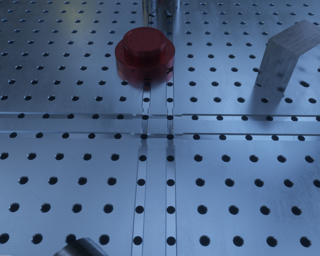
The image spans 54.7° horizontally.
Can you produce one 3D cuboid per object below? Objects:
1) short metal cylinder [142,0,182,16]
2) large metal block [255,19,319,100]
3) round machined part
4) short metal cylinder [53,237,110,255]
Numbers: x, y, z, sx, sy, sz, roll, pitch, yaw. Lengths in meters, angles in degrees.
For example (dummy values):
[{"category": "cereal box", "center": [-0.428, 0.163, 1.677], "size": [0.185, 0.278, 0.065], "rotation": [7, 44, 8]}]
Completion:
[{"category": "short metal cylinder", "center": [0.004, -0.266, 0.615], "size": [0.081, 0.050, 0.080], "rotation": [0, 50, 0]}, {"category": "large metal block", "center": [0.196, -0.101, 0.458], "size": [0.081, 0.080, 0.050], "rotation": [-31, 57, -24]}, {"category": "round machined part", "center": [-0.024, -0.128, 0.504], "size": [0.099, 0.042, 0.098], "rotation": [0, 50, 0]}, {"category": "short metal cylinder", "center": [-0.068, 0.140, 0.254], "size": [0.050, 0.080, 0.080], "rotation": [32, 57, 24]}]
